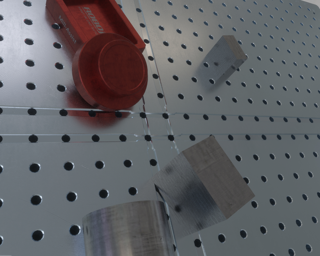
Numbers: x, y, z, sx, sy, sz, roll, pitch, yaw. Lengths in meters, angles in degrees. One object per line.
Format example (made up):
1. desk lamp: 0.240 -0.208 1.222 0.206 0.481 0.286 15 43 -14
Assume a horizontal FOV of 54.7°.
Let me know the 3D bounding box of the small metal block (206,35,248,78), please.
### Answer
1. small metal block: 0.113 -0.121 0.526 0.025 0.050 0.050 -12 68 -33

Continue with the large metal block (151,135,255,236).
1. large metal block: 0.046 0.067 0.356 0.050 0.080 0.080 -24 75 -37

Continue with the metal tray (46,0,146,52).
1. metal tray: -0.092 -0.148 0.445 0.091 0.030 0.130 -24 75 -36

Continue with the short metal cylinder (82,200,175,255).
1. short metal cylinder: -0.030 0.105 0.293 0.081 0.080 0.050 1 62 -28

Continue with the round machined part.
1. round machined part: -0.055 -0.071 0.387 0.099 0.042 0.097 4 83 -37
